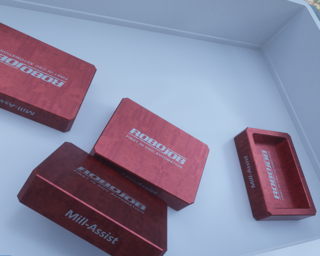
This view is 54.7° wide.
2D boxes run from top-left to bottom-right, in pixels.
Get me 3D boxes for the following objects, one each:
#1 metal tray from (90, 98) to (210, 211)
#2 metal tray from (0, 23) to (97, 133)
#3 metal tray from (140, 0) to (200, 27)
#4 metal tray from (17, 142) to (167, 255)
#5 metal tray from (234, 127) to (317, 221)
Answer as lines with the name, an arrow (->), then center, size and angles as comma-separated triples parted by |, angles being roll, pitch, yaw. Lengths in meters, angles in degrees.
metal tray -> -0.010, 0.031, 0.380 | 0.130, 0.030, 0.090 | 31, 52, -9
metal tray -> -0.150, -0.060, 0.358 | 0.131, 0.030, 0.090 | 23, 53, -15
metal tray -> 0.031, -0.240, 0.504 | 0.090, 0.129, 0.030 | 31, 53, -7
metal tray -> -0.055, 0.071, 0.298 | 0.130, 0.030, 0.090 | 33, 12, -7
metal tray -> 0.166, 0.066, 0.453 | 0.091, 0.030, 0.130 | 7, 58, -25
